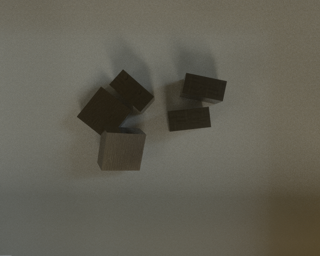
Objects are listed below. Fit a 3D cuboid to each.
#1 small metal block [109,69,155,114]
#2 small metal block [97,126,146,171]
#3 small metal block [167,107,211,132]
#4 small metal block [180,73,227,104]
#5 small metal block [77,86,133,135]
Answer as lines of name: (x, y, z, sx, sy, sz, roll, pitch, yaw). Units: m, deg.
small metal block: (-0.034, -0.045, 0.398, 0.050, 0.050, 0.025, 41, 90, 0)
small metal block: (-0.049, 0.026, 0.396, 0.050, 0.025, 0.050, 4, 107, -25)
small metal block: (0.036, -0.011, 0.399, 0.050, 0.050, 0.025, -6, 90, 0)
small metal block: (0.054, -0.050, 0.399, 0.050, 0.050, 0.025, 12, 90, 0)
small metal block: (-0.072, -0.019, 0.411, 0.050, 0.025, 0.050, 39, 90, 0)
